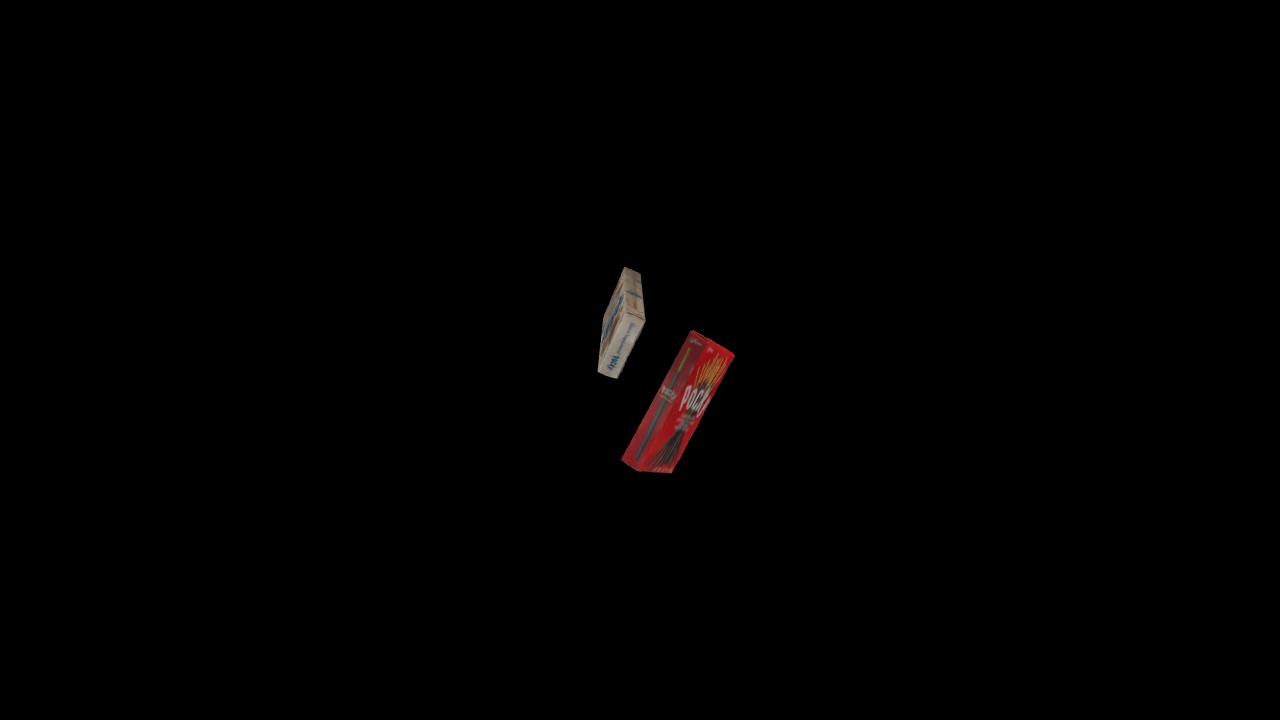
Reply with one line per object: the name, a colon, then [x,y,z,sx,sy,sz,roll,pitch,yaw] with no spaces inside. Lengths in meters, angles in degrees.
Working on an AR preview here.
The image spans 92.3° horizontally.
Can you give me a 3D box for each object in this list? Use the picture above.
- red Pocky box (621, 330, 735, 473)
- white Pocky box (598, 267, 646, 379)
red Pocky box: [0.043,0.049,0.655,0.028,0.155,0.083,30,5,31]
white Pocky box: [-0.022,-0.049,0.747,0.028,0.084,0.154,21,25,-12]
